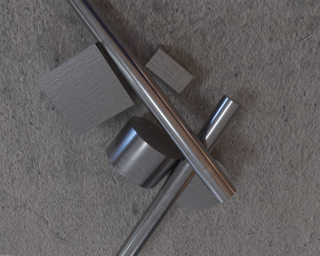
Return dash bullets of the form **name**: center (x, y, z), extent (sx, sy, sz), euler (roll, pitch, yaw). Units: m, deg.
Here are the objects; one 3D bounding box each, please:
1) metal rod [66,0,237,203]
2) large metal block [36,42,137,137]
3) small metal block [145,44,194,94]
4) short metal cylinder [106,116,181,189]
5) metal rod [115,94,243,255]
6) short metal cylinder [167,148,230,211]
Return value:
- **metal rod**: center (-0.016, -0.045, 0.344), extent (0.025, 0.025, 0.299), euler (-37, 88, 12)
- **large metal block**: center (-0.085, -0.049, 0.377), extent (0.080, 0.050, 0.080), euler (-29, 108, 10)
- **small metal block**: center (0.011, -0.072, 0.370), extent (0.050, 0.050, 0.025), euler (38, 106, -13)
- **short metal cylinder**: center (-0.020, 0.030, 0.391), extent (0.080, 0.080, 0.050), euler (35, 106, -12)
- **metal rod**: center (0.006, 0.090, 0.389), extent (0.025, 0.025, 0.298), euler (29, 108, -10)
- **short metal cylinder**: center (0.049, 0.064, 0.420), extent (0.081, 0.050, 0.079), euler (0, 110, 0)
